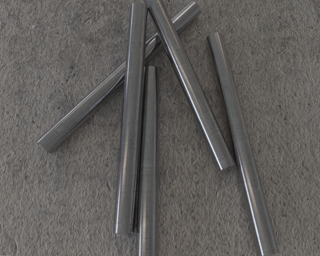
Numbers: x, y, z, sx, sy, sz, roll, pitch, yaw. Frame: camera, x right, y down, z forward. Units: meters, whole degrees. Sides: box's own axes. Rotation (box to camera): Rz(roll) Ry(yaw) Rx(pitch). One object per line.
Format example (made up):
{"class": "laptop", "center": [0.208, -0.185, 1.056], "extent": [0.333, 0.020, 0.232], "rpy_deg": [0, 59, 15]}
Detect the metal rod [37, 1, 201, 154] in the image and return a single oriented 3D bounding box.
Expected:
{"class": "metal rod", "center": [-0.048, -0.079, 0.436], "extent": [0.025, 0.025, 0.301], "rpy_deg": [41, 75, 13]}

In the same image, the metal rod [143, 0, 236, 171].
{"class": "metal rod", "center": [0.029, -0.086, 0.420], "extent": [0.025, 0.025, 0.299], "rpy_deg": [-21, 79, -7]}

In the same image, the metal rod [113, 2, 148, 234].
{"class": "metal rod", "center": [-0.036, -0.023, 0.398], "extent": [0.025, 0.025, 0.299], "rpy_deg": [2, 77, 1]}

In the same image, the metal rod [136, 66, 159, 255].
{"class": "metal rod", "center": [-0.014, 0.059, 0.386], "extent": [0.025, 0.025, 0.299], "rpy_deg": [0, 70, 0]}

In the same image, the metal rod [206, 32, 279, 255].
{"class": "metal rod", "center": [0.102, 0.006, 0.406], "extent": [0.025, 0.025, 0.299], "rpy_deg": [-8, 70, -3]}
